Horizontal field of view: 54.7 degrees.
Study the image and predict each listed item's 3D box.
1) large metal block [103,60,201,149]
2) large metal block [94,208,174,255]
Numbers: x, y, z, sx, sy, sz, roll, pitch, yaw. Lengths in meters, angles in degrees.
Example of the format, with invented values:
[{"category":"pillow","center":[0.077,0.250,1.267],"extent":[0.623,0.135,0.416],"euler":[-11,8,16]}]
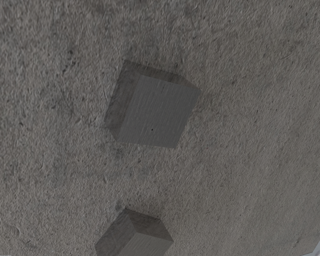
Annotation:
[{"category":"large metal block","center":[-0.011,-0.026,0.368],"extent":[0.081,0.050,0.079],"euler":[9,114,-33]},{"category":"large metal block","center":[-0.040,0.180,0.480],"extent":[0.080,0.050,0.080],"euler":[31,101,-38]}]
